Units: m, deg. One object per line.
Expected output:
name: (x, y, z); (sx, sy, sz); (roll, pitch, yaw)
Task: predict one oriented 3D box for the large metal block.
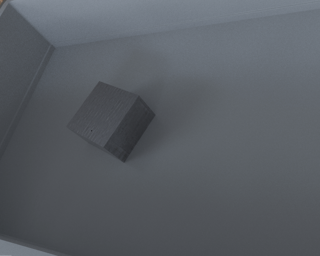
large metal block: (-0.068, -0.010, 0.430); (0.080, 0.050, 0.080); (23, 74, 36)
